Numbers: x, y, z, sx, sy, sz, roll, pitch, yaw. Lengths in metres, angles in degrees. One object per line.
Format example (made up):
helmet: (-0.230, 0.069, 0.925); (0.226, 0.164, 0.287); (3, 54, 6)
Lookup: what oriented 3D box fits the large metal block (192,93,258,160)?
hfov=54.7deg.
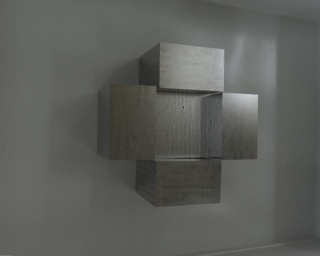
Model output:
large metal block: (0.083, -0.002, 0.411); (0.050, 0.080, 0.080); (1, 90, -20)

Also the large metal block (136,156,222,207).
large metal block: (0.020, 0.062, 0.387); (0.081, 0.080, 0.050); (2, 90, -20)

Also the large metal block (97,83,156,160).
large metal block: (-0.042, -0.006, 0.365); (0.050, 0.080, 0.080); (1, 90, -20)

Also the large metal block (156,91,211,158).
large metal block: (0.017, -0.004, 0.401); (0.081, 0.050, 0.080); (1, 90, -20)

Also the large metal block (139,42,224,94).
large metal block: (0.024, -0.068, 0.388); (0.081, 0.080, 0.050); (1, 90, -20)
